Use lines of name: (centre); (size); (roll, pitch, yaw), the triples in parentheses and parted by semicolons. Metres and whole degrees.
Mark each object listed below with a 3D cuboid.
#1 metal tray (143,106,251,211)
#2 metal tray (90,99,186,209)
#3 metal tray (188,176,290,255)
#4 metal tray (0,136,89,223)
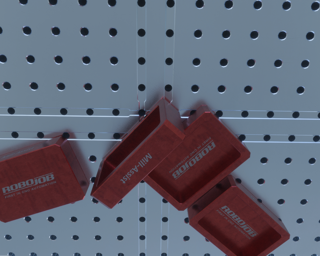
metal tray: (0.045, 0.044, 0.427); (0.130, 0.030, 0.090); (-43, 105, 13)
metal tray: (-0.028, 0.029, 0.388); (0.030, 0.090, 0.130); (41, 105, -16)
metal tray: (0.117, 0.144, 0.465); (0.130, 0.030, 0.090); (42, 104, -14)
metal tray: (-0.179, 0.073, 0.435); (0.131, 0.030, 0.090); (-18, 109, 6)
